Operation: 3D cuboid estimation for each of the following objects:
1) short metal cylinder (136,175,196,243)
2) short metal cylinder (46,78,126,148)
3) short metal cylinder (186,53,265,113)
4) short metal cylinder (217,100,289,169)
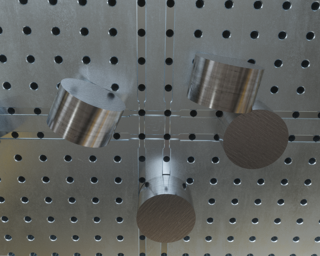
[{"bbox_3d":[0.008,0.115,0.443,0.081,0.050,0.079,0,110,-1],"label":"short metal cylinder"},{"bbox_3d":[-0.089,-0.019,0.376,0.080,0.080,0.050,24,108,-9],"label":"short metal cylinder"},{"bbox_3d":[0.076,-0.054,0.365,0.081,0.080,0.050,10,110,-4],"label":"short metal cylinder"},{"bbox_3d":[0.118,0.007,0.404,0.081,0.050,0.079,0,110,-1],"label":"short metal cylinder"}]
